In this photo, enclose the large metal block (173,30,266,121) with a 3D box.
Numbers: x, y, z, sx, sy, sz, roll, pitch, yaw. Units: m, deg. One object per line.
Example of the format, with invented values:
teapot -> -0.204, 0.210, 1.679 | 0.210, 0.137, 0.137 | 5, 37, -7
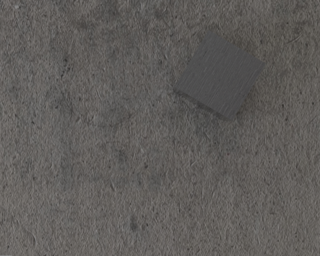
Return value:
large metal block -> 0.073, -0.064, 0.398 | 0.080, 0.050, 0.080 | 31, 90, 0
